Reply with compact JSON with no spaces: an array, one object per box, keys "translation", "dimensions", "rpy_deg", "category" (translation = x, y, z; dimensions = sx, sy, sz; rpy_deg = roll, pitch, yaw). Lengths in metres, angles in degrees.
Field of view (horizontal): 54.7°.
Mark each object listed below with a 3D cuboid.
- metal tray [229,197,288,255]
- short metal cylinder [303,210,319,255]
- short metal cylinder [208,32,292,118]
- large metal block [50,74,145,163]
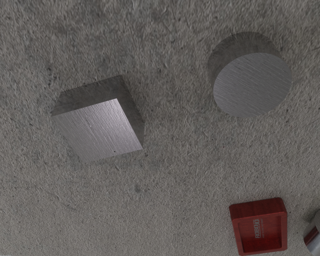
[{"translation":[0.179,0.182,0.560],"dimensions":[0.090,0.030,0.129],"rpy_deg":[-12,130,9],"category":"metal tray"},{"translation":[0.297,0.186,0.533],"dimensions":[0.081,0.080,0.050],"rpy_deg":[4,130,-4],"category":"short metal cylinder"},{"translation":[0.096,-0.058,0.342],"dimensions":[0.081,0.050,0.079],"rpy_deg":[0,130,0],"category":"short metal cylinder"},{"translation":[-0.072,-0.009,0.382],"dimensions":[0.080,0.050,0.080],"rpy_deg":[-14,129,11],"category":"large metal block"}]
